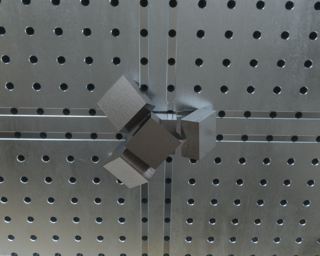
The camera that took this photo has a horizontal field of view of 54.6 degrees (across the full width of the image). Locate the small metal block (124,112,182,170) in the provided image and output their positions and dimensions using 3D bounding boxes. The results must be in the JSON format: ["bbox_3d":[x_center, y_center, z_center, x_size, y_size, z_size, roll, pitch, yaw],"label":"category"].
[{"bbox_3d":[-0.009,0.016,0.392,0.050,0.025,0.050,39,105,-14],"label":"small metal block"}]

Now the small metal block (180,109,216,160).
[{"bbox_3d":[0.050,0.007,0.400,0.025,0.050,0.050,10,114,31],"label":"small metal block"}]

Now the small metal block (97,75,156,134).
[{"bbox_3d":[-0.042,-0.029,0.389,0.050,0.025,0.050,-45,69,14],"label":"small metal block"}]

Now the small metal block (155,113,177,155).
[{"bbox_3d":[-0.004,0.007,0.416,0.050,0.025,0.050,1,113,-1],"label":"small metal block"}]

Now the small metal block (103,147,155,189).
[{"bbox_3d":[-0.041,0.052,0.419,0.050,0.025,0.050,43,142,-14],"label":"small metal block"}]
